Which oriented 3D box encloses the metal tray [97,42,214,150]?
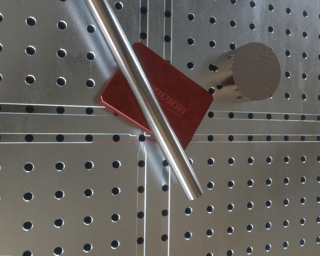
[{"bbox_3d":[-0.004,-0.039,0.410,0.130,0.030,0.090,33,79,-17],"label":"metal tray"}]

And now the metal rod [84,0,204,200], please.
[{"bbox_3d":[-0.022,-0.046,0.372,0.025,0.025,0.299,-30,100,-18],"label":"metal rod"}]

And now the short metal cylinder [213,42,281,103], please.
[{"bbox_3d":[0.124,-0.078,0.447,0.081,0.050,0.079,0,90,-21],"label":"short metal cylinder"}]
